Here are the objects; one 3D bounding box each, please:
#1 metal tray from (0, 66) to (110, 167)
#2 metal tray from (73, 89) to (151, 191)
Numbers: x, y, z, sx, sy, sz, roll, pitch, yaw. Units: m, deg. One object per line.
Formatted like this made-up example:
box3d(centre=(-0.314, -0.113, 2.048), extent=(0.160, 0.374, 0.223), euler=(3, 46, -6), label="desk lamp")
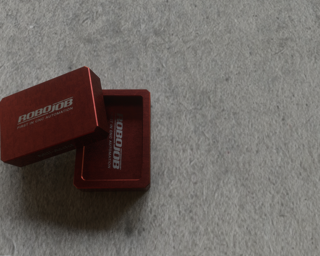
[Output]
box3d(centre=(-0.134, -0.013, 0.386), extent=(0.130, 0.030, 0.090), euler=(-18, 66, 11), label="metal tray")
box3d(centre=(-0.058, 0.015, 0.399), extent=(0.091, 0.030, 0.130), euler=(0, 70, -1), label="metal tray")
